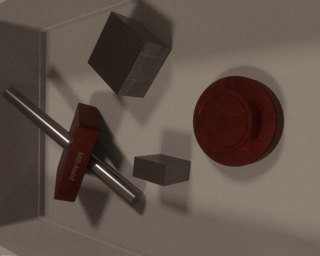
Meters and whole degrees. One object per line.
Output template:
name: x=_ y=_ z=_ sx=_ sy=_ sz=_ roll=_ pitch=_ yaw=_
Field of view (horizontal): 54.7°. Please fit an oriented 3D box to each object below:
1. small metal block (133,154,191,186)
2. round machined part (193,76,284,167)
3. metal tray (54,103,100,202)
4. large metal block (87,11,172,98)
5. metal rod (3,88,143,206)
small metal block: x=0.002 y=0.051 z=0.387 sx=0.050 sy=0.050 sz=0.025 roll=10 pitch=96 yaw=39
round machined part: x=0.076 y=-0.007 z=0.332 sx=0.098 sy=0.042 sz=0.097 roll=0 pitch=90 yaw=39
metal tray: x=-0.129 y=0.036 z=0.479 sx=0.129 sy=0.030 sz=0.090 roll=-67 pitch=22 yaw=18
large metal block: x=-0.044 y=-0.099 z=0.424 sx=0.080 sy=0.050 sz=0.080 roll=47 pitch=118 yaw=29
metal rod: x=-0.147 y=0.020 z=0.487 sx=0.300 sy=0.025 sz=0.025 roll=35 pitch=112 yaw=21
